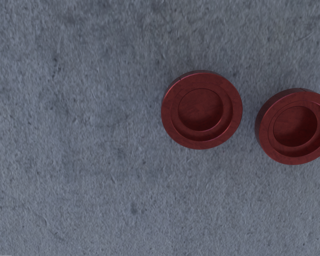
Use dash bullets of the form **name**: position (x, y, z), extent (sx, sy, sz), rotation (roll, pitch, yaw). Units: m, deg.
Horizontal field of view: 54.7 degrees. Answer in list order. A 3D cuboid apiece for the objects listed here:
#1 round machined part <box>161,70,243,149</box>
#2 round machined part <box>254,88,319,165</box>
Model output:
- **round machined part**: position (0.050, -0.025, 0.392), extent (0.099, 0.042, 0.097), rotation (0, 110, -1)
- **round machined part**: position (0.172, -0.005, 0.401), extent (0.099, 0.042, 0.097), rotation (0, 110, -1)
